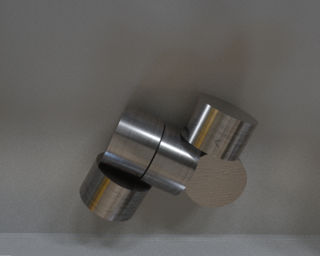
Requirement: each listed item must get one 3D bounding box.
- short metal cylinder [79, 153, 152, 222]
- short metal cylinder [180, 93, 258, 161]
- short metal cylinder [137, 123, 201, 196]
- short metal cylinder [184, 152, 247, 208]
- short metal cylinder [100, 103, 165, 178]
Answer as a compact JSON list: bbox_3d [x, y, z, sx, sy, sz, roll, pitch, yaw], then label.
[{"bbox_3d":[-0.057,0.075,0.407,0.080,0.080,0.050,28,108,-10],"label":"short metal cylinder"},{"bbox_3d":[0.071,-0.003,0.380,0.080,0.080,0.050,22,109,-8],"label":"short metal cylinder"},{"bbox_3d":[0.011,0.039,0.396,0.050,0.080,0.080,25,108,-9],"label":"short metal cylinder"},{"bbox_3d":[0.071,0.059,0.419,0.081,0.050,0.079,0,110,-1],"label":"short metal cylinder"},{"bbox_3d":[-0.034,0.016,0.386,0.050,0.080,0.080,24,108,-9],"label":"short metal cylinder"}]
